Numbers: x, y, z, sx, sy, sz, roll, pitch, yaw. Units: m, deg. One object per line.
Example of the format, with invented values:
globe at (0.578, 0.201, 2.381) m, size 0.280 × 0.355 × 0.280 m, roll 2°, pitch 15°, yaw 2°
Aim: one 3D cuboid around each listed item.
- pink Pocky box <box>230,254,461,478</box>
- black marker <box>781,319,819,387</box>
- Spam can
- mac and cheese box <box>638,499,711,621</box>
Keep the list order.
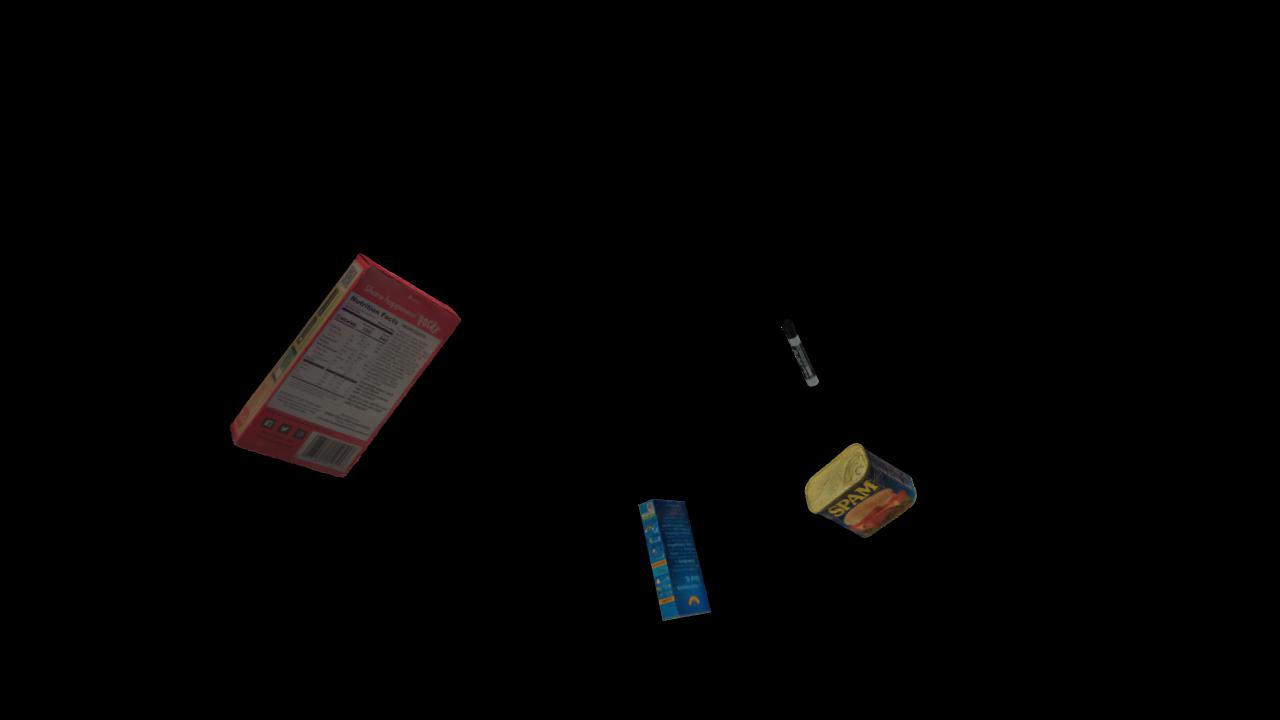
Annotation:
pink Pocky box at (-0.211, 0.008, 0.450) m, size 0.029 × 0.155 × 0.084 m, roll 37°, pitch 1°, yaw 43°
black marker at (0.245, -0.011, 0.944) m, size 0.020 × 0.121 × 0.020 m, roll -25°, pitch 25°, yaw 12°
Spam can at (0.270, 0.162, 0.754) m, size 0.085 × 0.101 × 0.058 m, roll 30°, pitch 33°, yaw -16°
mac and cheese box at (0.056, 0.324, 1.010) m, size 0.041 × 0.184 × 0.093 m, roll -29°, pitch -30°, yaw 31°
